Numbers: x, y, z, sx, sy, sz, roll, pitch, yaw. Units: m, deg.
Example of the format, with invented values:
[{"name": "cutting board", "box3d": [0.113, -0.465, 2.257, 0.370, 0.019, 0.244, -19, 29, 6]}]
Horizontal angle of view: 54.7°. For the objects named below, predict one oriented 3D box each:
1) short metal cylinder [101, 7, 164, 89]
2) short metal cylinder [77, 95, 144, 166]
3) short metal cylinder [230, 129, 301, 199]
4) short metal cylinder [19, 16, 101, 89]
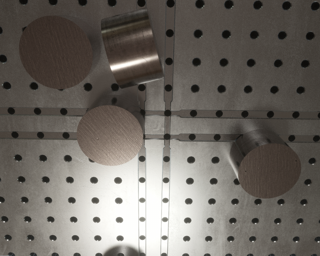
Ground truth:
[{"name": "short metal cylinder", "box3d": [-0.029, -0.089, 0.351, 0.050, 0.080, 0.080, -13, 110, 4]}, {"name": "short metal cylinder", "box3d": [-0.061, 0.002, 0.400, 0.081, 0.050, 0.079, 0, 110, -1]}, {"name": "short metal cylinder", "box3d": [0.140, 0.048, 0.420, 0.081, 0.050, 0.079, 0, 110, -1]}, {"name": "short metal cylinder", "box3d": [-0.115, -0.091, 0.365, 0.081, 0.050, 0.079, 0, 110, -1]}]
